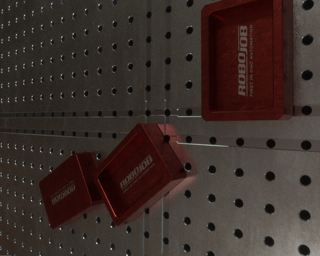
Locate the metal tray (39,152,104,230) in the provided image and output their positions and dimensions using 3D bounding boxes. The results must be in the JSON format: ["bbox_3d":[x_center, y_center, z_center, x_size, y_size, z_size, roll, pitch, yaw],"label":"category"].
[{"bbox_3d":[-0.153,0.109,0.530,0.130,0.030,0.090,-35,68,34],"label":"metal tray"}]

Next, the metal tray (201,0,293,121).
[{"bbox_3d":[0.090,-0.072,0.330,0.090,0.030,0.129,0,90,39],"label":"metal tray"}]

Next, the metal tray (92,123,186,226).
[{"bbox_3d":[-0.035,0.066,0.432,0.129,0.030,0.090,-46,63,30],"label":"metal tray"}]
